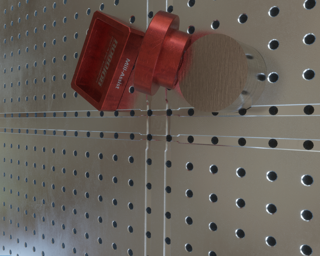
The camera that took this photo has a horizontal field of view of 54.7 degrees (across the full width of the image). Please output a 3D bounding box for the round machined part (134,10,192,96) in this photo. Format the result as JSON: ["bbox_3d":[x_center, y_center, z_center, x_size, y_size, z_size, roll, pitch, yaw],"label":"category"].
[{"bbox_3d":[0.007,-0.083,0.366,0.042,0.098,0.097,20,105,6],"label":"round machined part"}]

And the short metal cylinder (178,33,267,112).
[{"bbox_3d":[0.067,-0.057,0.336,0.080,0.050,0.079,1,92,38],"label":"short metal cylinder"}]

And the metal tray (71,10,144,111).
[{"bbox_3d":[-0.084,-0.101,0.475,0.090,0.030,0.129,37,113,33],"label":"metal tray"}]
